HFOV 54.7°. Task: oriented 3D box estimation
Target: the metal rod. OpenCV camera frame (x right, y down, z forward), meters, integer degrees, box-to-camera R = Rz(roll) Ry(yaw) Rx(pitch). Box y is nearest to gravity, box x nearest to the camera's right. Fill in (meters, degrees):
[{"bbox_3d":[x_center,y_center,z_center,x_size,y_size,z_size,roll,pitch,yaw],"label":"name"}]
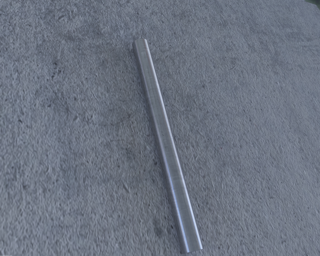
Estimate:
[{"bbox_3d":[0.003,0.005,0.405,0.025,0.025,0.299,0,62,-29],"label":"metal rod"}]
